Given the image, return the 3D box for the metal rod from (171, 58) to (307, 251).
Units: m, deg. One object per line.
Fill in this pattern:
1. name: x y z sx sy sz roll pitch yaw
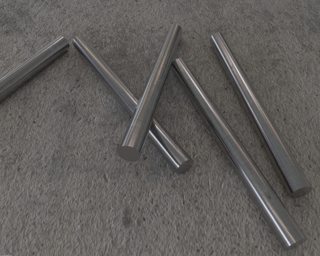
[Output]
1. metal rod: 0.082 0.008 0.396 0.025 0.025 0.300 -16 52 -13

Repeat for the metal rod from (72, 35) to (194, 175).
1. metal rod: -0.053 -0.050 0.444 0.025 0.025 0.300 -27 55 -21

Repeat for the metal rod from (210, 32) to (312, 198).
1. metal rod: 0.127 -0.041 0.438 0.025 0.025 0.300 -9 51 -7

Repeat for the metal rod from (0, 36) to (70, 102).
1. metal rod: -0.238 -0.045 0.438 0.025 0.025 0.301 24 54 19

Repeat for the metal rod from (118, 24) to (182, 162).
1. metal rod: -0.003 -0.072 0.440 0.025 0.025 0.300 9 43 7
